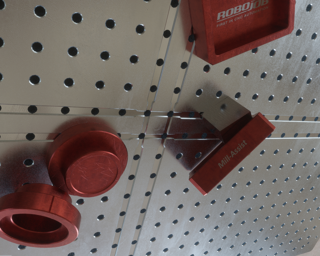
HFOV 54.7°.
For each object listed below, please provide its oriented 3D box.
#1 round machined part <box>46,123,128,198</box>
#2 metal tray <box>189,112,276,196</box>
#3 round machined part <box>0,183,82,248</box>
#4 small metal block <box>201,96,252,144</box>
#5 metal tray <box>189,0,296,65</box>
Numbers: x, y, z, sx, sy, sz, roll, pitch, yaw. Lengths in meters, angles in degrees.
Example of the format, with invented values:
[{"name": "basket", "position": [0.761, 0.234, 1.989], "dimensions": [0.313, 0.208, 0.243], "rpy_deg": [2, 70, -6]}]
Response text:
[{"name": "round machined part", "position": [-0.086, 0.046, 0.382], "dimensions": [0.099, 0.042, 0.097], "rpy_deg": [-14, 124, -21]}, {"name": "metal tray", "position": [0.099, 0.036, 0.448], "dimensions": [0.130, 0.030, 0.090], "rpy_deg": [-44, 174, 2]}, {"name": "round machined part", "position": [-0.143, 0.101, 0.368], "dimensions": [0.099, 0.042, 0.097], "rpy_deg": [0, 136, 0]}, {"name": "small metal block", "position": [0.094, -0.012, 0.439], "dimensions": [0.050, 0.050, 0.025], "rpy_deg": [-32, 129, -7]}, {"name": "metal tray", "position": [0.103, -0.142, 0.376], "dimensions": [0.131, 0.030, 0.090], "rpy_deg": [-24, 127, -14]}]
